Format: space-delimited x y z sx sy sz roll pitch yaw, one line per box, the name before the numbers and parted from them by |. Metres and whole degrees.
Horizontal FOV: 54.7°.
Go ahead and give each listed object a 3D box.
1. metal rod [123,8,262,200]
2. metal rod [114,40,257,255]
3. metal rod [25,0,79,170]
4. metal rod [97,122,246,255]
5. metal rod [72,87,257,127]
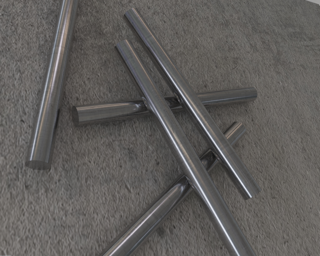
metal rod | 0.036 -0.041 0.414 0.025 0.025 0.299 -23 74 -36
metal rod | 0.022 0.017 0.371 0.025 0.025 0.299 -19 72 -35
metal rod | -0.127 -0.091 0.390 0.025 0.025 0.299 12 57 -22
metal rod | 0.024 0.073 0.371 0.025 0.025 0.302 48 51 5
metal rod | 0.028 -0.035 0.439 0.303 0.025 0.025 -10 67 -32
